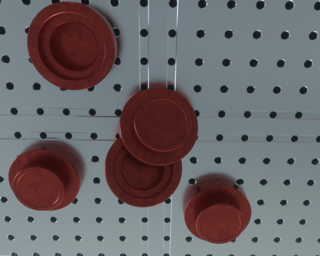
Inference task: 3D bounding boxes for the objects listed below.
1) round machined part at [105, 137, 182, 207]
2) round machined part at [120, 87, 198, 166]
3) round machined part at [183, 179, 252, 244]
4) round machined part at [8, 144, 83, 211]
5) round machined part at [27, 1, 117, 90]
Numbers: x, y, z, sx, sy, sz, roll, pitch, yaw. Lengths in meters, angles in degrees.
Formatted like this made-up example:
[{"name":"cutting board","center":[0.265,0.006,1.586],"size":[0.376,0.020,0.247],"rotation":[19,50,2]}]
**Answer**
[{"name":"round machined part","center":[-0.023,0.053,0.409],"size":[0.099,0.042,0.098],"rotation":[2,80,-11]},{"name":"round machined part","center":[0.000,-0.003,0.380],"size":[0.099,0.042,0.098],"rotation":[2,80,-11]},{"name":"round machined part","center":[0.085,0.128,0.452],"size":[0.099,0.042,0.097],"rotation":[0,110,0]},{"name":"round machined part","center":[-0.162,0.075,0.431],"size":[0.099,0.042,0.097],"rotation":[0,110,0]},{"name":"round machined part","center":[-0.100,-0.097,0.368],"size":[0.099,0.042,0.097],"rotation":[0,110,0]}]
